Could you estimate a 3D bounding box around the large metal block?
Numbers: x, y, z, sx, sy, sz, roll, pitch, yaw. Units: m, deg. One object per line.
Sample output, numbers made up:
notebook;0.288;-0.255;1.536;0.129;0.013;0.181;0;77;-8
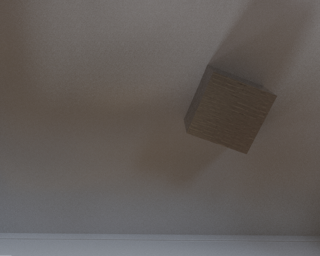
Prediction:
large metal block;0.084;-0.024;0.390;0.080;0.050;0.080;19;109;-7
